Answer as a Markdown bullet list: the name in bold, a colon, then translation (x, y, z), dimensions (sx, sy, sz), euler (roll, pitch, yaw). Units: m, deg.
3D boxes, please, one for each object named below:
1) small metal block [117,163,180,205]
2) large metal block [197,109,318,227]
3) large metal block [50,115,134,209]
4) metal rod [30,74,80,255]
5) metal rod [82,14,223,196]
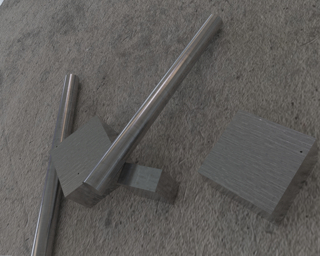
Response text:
- **small metal block**: translation (-0.012, 0.064, 0.355), dimensions (0.050, 0.050, 0.025), euler (7, 65, 31)
- **large metal block**: translation (0.099, 0.038, 0.313), dimensions (0.080, 0.050, 0.080), euler (27, 77, 37)
- **large metal block**: translation (-0.087, 0.044, 0.407), dimensions (0.080, 0.050, 0.080), euler (-37, 51, 3)
- **metal rod**: translation (-0.149, 0.042, 0.456), dimensions (0.025, 0.025, 0.299), euler (-14, 56, 20)
- **metal rod**: translation (0.005, -0.047, 0.393), dimensions (0.025, 0.025, 0.301), euler (15, 58, 34)
